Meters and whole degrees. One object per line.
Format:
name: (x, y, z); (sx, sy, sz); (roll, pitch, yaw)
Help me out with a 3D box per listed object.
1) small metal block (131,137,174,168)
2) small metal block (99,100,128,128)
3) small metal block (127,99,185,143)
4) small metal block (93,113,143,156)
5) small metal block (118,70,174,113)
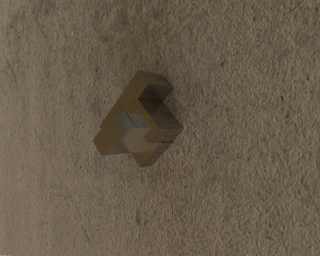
small metal block: (-0.017, 0.017, 0.419); (0.050, 0.025, 0.050); (-50, 61, 28)
small metal block: (-0.046, -0.010, 0.425); (0.050, 0.050, 0.025); (-51, 60, 28)
small metal block: (-0.005, -0.009, 0.392); (0.025, 0.050, 0.050); (-50, 61, 28)
small metal block: (-0.049, 0.008, 0.396); (0.050, 0.050, 0.025); (-51, 60, 28)
small metal block: (-0.018, -0.045, 0.403); (0.050, 0.050, 0.025); (-51, 60, 28)
